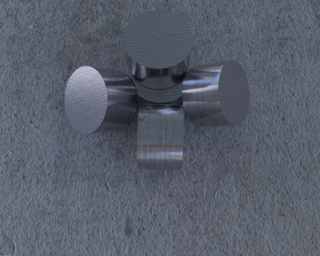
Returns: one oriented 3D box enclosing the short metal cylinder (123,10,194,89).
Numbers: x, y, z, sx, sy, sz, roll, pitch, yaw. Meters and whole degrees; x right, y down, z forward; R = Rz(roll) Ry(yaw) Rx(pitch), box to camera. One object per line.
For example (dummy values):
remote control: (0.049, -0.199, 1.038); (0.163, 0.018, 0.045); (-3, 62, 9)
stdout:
short metal cylinder: (-0.002, -0.094, 0.377); (0.081, 0.050, 0.080); (0, 70, 0)

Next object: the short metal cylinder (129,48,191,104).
short metal cylinder: (0.000, -0.060, 0.418); (0.081, 0.050, 0.080); (0, 70, 0)

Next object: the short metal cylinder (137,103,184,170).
short metal cylinder: (0.001, 0.010, 0.375); (0.050, 0.080, 0.080); (2, 70, 0)

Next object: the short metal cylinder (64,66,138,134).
short metal cylinder: (-0.074, -0.034, 0.386); (0.080, 0.050, 0.079); (2, 93, 38)

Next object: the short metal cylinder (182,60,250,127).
short metal cylinder: (0.072, -0.042, 0.390); (0.050, 0.080, 0.080); (-2, 64, 41)
